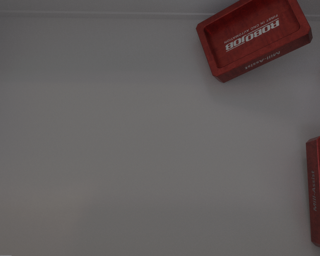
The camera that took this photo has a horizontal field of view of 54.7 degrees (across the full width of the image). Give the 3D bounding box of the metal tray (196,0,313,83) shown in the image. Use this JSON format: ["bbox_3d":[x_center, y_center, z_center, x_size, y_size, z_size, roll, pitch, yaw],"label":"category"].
[{"bbox_3d":[0.123,-0.130,0.422,0.130,0.030,0.090,-24,69,24],"label":"metal tray"}]

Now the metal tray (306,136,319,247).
[{"bbox_3d":[0.229,0.077,0.370,0.091,0.030,0.129,2,78,0],"label":"metal tray"}]
